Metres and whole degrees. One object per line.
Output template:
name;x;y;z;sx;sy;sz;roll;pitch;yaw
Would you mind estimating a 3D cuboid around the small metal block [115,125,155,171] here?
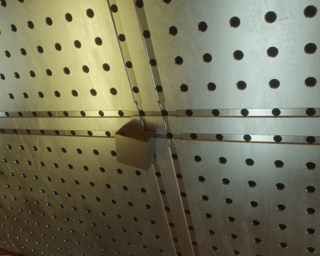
small metal block;-0.035;0.029;0.446;0.050;0.025;0.050;14;124;20
